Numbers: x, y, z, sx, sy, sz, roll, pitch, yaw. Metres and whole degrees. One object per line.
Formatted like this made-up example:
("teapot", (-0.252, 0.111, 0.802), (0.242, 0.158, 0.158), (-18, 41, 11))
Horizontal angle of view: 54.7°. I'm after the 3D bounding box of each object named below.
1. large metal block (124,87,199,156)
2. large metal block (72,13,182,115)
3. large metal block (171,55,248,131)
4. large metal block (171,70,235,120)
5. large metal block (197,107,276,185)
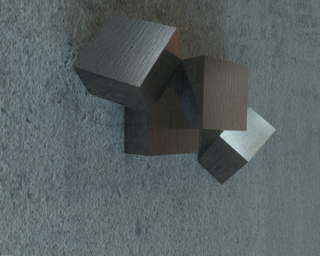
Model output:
("large metal block", (0.003, -0.008, 0.392), (0.081, 0.050, 0.079), (0, 90, -40))
("large metal block", (-0.032, -0.071, 0.336), (0.080, 0.080, 0.050), (-61, 158, -22))
("large metal block", (0.061, -0.037, 0.375), (0.081, 0.050, 0.079), (3, 88, -40))
("large metal block", (0.063, -0.049, 0.446), (0.081, 0.050, 0.079), (0, 90, -40))
("large metal block", (0.112, 0.027, 0.458), (0.050, 0.080, 0.080), (44, 56, 12))
